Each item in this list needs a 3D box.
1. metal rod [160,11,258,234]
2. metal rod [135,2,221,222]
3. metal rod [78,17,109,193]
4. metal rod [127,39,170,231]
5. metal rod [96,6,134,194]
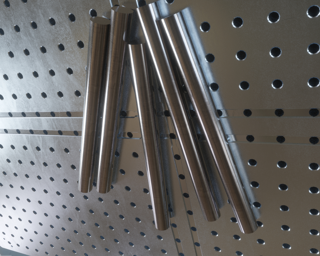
[{"bbox_3d":[0.068,0.009,0.381,0.025,0.025,0.299,-10,113,33],"label":"metal rod"},{"bbox_3d":[0.030,-0.003,0.394,0.025,0.025,0.299,-5,116,31],"label":"metal rod"},{"bbox_3d":[-0.101,-0.012,0.457,0.025,0.025,0.298,24,127,13],"label":"metal rod"},{"bbox_3d":[-0.011,0.029,0.435,0.025,0.025,0.298,8,122,24],"label":"metal rod"},{"bbox_3d":[-0.069,-0.016,0.439,0.025,0.025,0.298,23,127,14],"label":"metal rod"}]
